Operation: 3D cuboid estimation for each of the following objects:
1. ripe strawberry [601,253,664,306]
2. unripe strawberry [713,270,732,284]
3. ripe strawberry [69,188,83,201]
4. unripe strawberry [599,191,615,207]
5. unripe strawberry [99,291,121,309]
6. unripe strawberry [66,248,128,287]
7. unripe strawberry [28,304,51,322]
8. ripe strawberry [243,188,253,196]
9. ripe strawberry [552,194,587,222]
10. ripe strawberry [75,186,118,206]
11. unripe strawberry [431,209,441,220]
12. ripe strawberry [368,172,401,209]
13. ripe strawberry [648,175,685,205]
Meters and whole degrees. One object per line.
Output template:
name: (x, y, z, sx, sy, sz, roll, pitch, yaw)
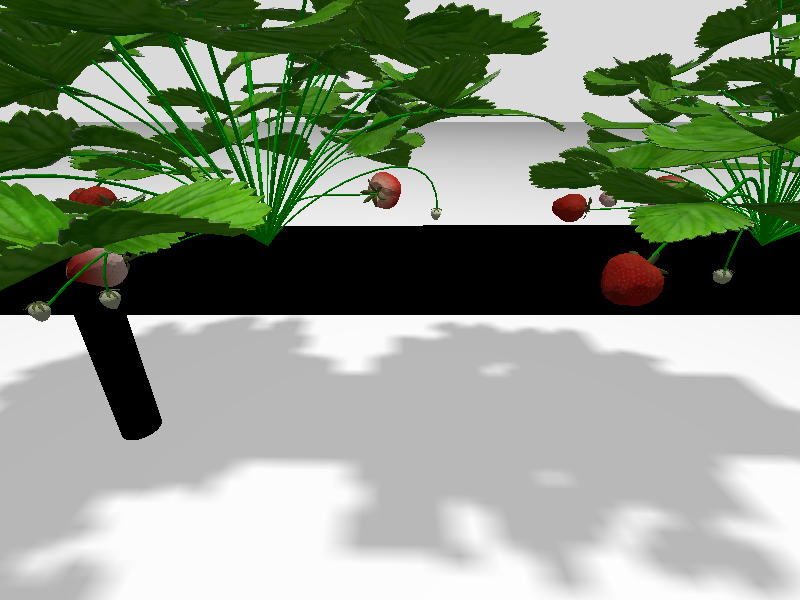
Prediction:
ripe strawberry: (0.141, -0.011, 0.248, 0.035, 0.030, 0.035, -34, 37, -18)
unripe strawberry: (0.226, -0.016, 0.281, 0.010, 0.010, 0.011, -21, 33, -36)
ripe strawberry: (-0.350, -0.106, 0.444, 0.031, 0.032, 0.028, -22, 13, 31)
unripe strawberry: (0.260, -0.127, 0.499, 0.020, 0.022, 0.021, -11, 10, -22)
unripe strawberry: (-0.173, 0.000, 0.239, 0.010, 0.011, 0.011, 10, 27, 19)
unripe strawberry: (-0.208, -0.024, 0.274, 0.032, 0.034, 0.035, 22, 34, 38)
unripe strawberry: (-0.213, 0.007, 0.237, 0.011, 0.011, 0.010, 16, 30, 30)
ripe strawberry: (-0.192, -0.121, 0.476, 0.035, 0.030, 0.035, -13, 28, -26)
ripe strawberry: (0.182, -0.100, 0.432, 0.034, 0.029, 0.034, 13, 29, 26)
ripe strawberry: (-0.306, -0.093, 0.404, 0.041, 0.043, 0.038, 7, 27, 15)
unripe strawberry: (0.037, -0.087, 0.408, 0.010, 0.011, 0.011, -9, 27, -17)
ripe strawberry: (-0.015, -0.137, 0.498, 0.042, 0.044, 0.046, 16, 29, 30)
ripe strawberry: (0.313, -0.126, 0.477, 0.042, 0.045, 0.045, -3, 25, -6)
